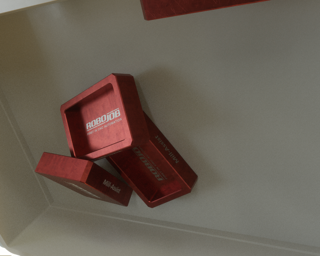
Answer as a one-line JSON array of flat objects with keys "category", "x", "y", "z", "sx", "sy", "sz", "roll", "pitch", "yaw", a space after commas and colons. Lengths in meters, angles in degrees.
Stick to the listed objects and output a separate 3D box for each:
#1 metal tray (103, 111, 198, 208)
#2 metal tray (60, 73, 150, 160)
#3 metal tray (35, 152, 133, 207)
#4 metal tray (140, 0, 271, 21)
[{"category": "metal tray", "x": -0.020, "y": 0.048, "z": 0.445, "sx": 0.090, "sy": 0.030, "sz": 0.130, "roll": -33, "pitch": 100, "yaw": 38}, {"category": "metal tray", "x": -0.078, "y": -0.007, "z": 0.411, "sx": 0.130, "sy": 0.030, "sz": 0.090, "roll": -21, "pitch": 81, "yaw": 40}, {"category": "metal tray", "x": -0.109, "y": 0.080, "z": 0.467, "sx": 0.090, "sy": 0.030, "sz": 0.130, "roll": 6, "pitch": 156, "yaw": 27}, {"category": "metal tray", "x": 0.058, "y": -0.123, "z": 0.259, "sx": 0.130, "sy": 0.090, "sz": 0.030, "roll": 1, "pitch": 119, "yaw": 28}]
